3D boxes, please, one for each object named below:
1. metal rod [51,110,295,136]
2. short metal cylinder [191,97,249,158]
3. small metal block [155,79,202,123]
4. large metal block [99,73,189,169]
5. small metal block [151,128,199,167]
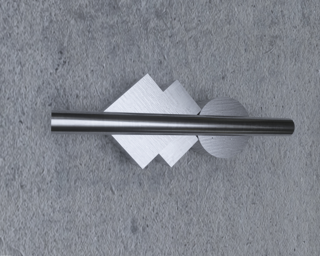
[{"bbox_3d":[0.031,-0.004,0.367,0.302,0.025,0.025,1,90,-20],"label":"metal rod"},{"bbox_3d":[0.075,-0.001,0.424,0.081,0.050,0.080,0,90,-20],"label":"short metal cylinder"},{"bbox_3d":[0.019,-0.033,0.405,0.025,0.050,0.050,-44,105,-14],"label":"small metal block"},{"bbox_3d":[-0.026,-0.008,0.386,0.080,0.050,0.080,-44,104,-15],"label":"large metal block"},{"bbox_3d":[0.015,0.022,0.404,0.050,0.050,0.025,-44,104,-15],"label":"small metal block"}]
